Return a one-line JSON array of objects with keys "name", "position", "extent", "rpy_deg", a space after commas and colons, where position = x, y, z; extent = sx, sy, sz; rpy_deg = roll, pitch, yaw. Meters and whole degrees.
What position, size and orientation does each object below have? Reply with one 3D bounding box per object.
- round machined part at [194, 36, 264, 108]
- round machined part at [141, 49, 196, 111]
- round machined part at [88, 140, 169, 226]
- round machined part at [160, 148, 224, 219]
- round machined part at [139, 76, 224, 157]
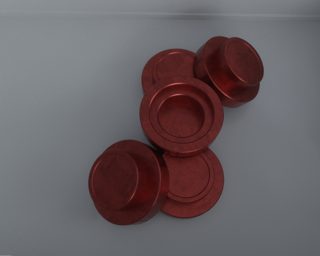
[{"name": "round machined part", "position": [0.097, -0.079, 0.406], "extent": [0.099, 0.042, 0.098], "rpy_deg": [13, 64, -28]}, {"name": "round machined part", "position": [0.024, -0.068, 0.424], "extent": [0.099, 0.042, 0.098], "rpy_deg": [0, 70, -1]}, {"name": "round machined part", "position": [-0.042, 0.061, 0.354], "extent": [0.098, 0.042, 0.098], "rpy_deg": [-9, 72, 28]}, {"name": "round machined part", "position": [0.029, 0.059, 0.377], "extent": [0.099, 0.042, 0.098], "rpy_deg": [0, 70, -1]}, {"name": "round machined part", "position": [0.025, -0.011, 0.380], "extent": [0.099, 0.042, 0.098], "rpy_deg": [0, 70, -1]}]
